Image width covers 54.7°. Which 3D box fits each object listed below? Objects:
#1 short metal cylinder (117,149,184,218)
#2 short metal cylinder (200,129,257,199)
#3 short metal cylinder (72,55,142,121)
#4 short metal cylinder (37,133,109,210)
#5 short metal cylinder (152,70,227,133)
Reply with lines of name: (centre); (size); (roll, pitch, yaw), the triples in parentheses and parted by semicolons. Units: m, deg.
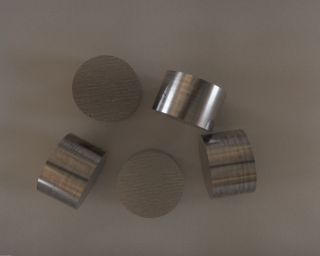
short metal cylinder: (-0.011, 0.069, 0.397); (0.081, 0.050, 0.079); (0, 90, -1)
short metal cylinder: (0.081, 0.044, 0.383); (0.050, 0.080, 0.080); (-9, 90, 0)
short metal cylinder: (-0.065, -0.048, 0.396); (0.081, 0.050, 0.079); (0, 90, -1)
short metal cylinder: (-0.105, 0.052, 0.380); (0.050, 0.080, 0.080); (27, 90, -1)
short metal cylinder: (0.036, -0.032, 0.384); (0.080, 0.080, 0.050); (22, 90, -1)
